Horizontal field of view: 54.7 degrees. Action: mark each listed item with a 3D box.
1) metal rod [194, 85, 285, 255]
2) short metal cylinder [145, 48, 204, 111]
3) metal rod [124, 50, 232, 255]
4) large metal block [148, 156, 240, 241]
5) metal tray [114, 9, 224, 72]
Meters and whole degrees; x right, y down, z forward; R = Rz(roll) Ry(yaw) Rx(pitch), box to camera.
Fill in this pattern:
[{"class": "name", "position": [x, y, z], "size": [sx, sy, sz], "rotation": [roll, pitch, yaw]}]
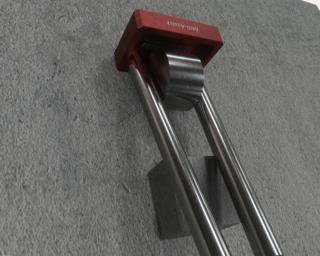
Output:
[{"class": "metal rod", "position": [0.070, 0.011, 0.378], "size": [0.025, 0.025, 0.300], "rotation": [8, 43, -24]}, {"class": "short metal cylinder", "position": [0.015, -0.064, 0.419], "size": [0.050, 0.080, 0.080], "rotation": [2, 61, -28]}, {"class": "metal rod", "position": [0.007, 0.009, 0.346], "size": [0.025, 0.025, 0.300], "rotation": [2, 46, -28]}, {"class": "large metal block", "position": [0.039, 0.080, 0.361], "size": [0.081, 0.050, 0.080], "rotation": [2, 61, -28]}, {"class": "metal tray", "position": [0.011, -0.112, 0.439], "size": [0.131, 0.090, 0.030], "rotation": [2, 61, -28]}]
